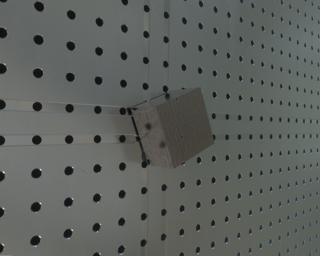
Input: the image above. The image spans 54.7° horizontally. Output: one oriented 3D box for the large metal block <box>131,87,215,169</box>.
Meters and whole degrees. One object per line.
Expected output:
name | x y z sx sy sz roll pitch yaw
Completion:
large metal block | 0.019 -0.002 0.407 0.081 0.050 0.080 -27 107 -37
